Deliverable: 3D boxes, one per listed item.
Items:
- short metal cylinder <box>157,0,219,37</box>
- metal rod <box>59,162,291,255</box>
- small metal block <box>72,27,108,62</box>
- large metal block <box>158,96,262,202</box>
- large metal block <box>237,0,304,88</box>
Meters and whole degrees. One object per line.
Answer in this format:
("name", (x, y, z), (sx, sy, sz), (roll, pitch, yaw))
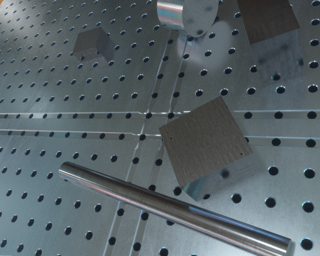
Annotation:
("short metal cylinder", (0.042, -0.181, 0.461), (0.050, 0.080, 0.080), (30, 78, 37))
("metal rod", (-0.009, 0.086, 0.359), (0.300, 0.025, 0.025), (12, 68, 32))
("small metal block", (-0.127, -0.152, 0.566), (0.050, 0.025, 0.050), (-7, 58, 24))
("large metal block", (0.054, 0.024, 0.348), (0.080, 0.050, 0.080), (-28, 52, 10))
("large metal block", (0.132, -0.109, 0.370), (0.050, 0.080, 0.080), (-16, 55, 19))
